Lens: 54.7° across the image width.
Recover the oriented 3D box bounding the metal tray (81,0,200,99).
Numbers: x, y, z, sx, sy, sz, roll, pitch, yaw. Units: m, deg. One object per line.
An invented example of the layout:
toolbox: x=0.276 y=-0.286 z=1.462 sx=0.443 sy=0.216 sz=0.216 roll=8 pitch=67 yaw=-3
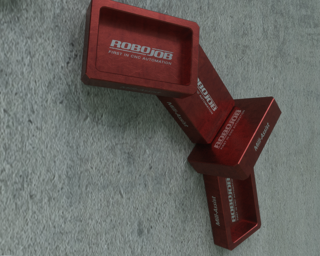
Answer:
metal tray: x=-0.019 y=-0.088 z=0.357 sx=0.131 sy=0.030 sz=0.090 roll=6 pitch=82 yaw=-23

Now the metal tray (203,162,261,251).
metal tray: x=0.119 y=0.116 z=0.500 sx=0.091 sy=0.030 sz=0.129 roll=-17 pitch=101 yaw=-39

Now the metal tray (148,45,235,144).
metal tray: x=0.049 y=-0.051 z=0.442 sx=0.130 sy=0.030 sz=0.090 roll=51 pitch=60 yaw=-28

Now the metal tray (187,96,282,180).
metal tray: x=0.109 y=0.011 z=0.452 sx=0.030 sy=0.090 sz=0.130 roll=52 pitch=60 yaw=-28
